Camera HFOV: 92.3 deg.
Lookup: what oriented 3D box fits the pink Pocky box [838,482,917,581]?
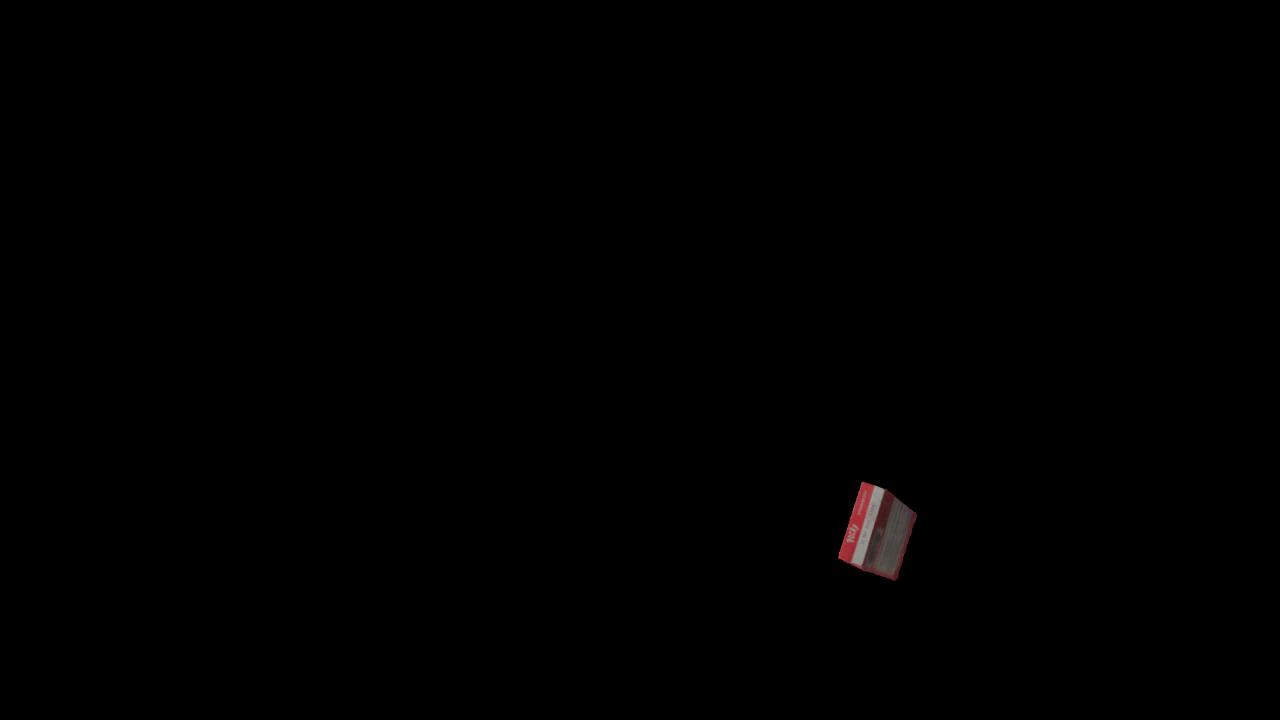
[{"bbox_3d":[0.263,0.191,0.674,0.029,0.084,0.155,14,-12,39],"label":"pink Pocky box"}]
